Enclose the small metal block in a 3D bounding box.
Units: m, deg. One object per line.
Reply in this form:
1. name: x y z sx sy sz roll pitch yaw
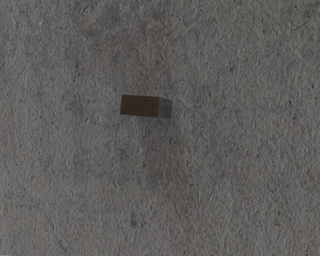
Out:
1. small metal block: -0.017 -0.027 0.401 0.050 0.050 0.025 6 92 19
